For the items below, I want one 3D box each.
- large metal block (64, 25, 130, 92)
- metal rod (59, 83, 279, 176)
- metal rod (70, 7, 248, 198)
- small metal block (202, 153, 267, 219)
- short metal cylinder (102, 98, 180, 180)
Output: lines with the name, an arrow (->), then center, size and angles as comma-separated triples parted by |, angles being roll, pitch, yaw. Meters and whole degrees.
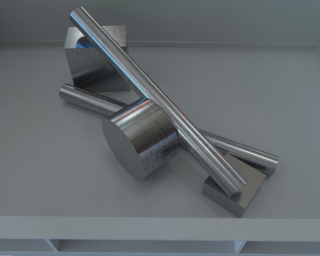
large metal block -> -0.086, -0.099, 0.450 | 0.081, 0.080, 0.050 | -3, 50, -3
metal rod -> 0.000, -0.004, 0.406 | 0.301, 0.025, 0.025 | 20, 53, 15
metal rod -> -0.014, -0.043, 0.364 | 0.025, 0.025, 0.300 | -33, 70, -25
small metal block -> 0.083, 0.064, 0.351 | 0.050, 0.025, 0.050 | 31, 56, 23
short metal cylinder -> -0.023, 0.012, 0.356 | 0.050, 0.080, 0.080 | -33, 58, -25
